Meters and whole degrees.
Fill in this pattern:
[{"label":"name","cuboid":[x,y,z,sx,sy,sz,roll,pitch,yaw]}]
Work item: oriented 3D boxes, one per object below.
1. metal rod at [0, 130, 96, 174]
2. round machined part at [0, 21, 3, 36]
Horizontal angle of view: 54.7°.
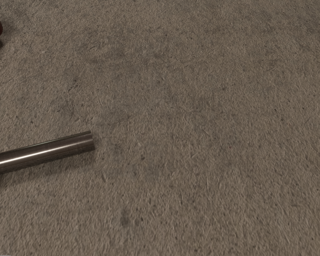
[{"label":"metal rod","cuboid":[-0.227,0.052,0.356,0.302,0.025,0.025,-14,52,-13]},{"label":"round machined part","cuboid":[-0.316,-0.158,0.520,0.099,0.042,0.098,0,50,0]}]
